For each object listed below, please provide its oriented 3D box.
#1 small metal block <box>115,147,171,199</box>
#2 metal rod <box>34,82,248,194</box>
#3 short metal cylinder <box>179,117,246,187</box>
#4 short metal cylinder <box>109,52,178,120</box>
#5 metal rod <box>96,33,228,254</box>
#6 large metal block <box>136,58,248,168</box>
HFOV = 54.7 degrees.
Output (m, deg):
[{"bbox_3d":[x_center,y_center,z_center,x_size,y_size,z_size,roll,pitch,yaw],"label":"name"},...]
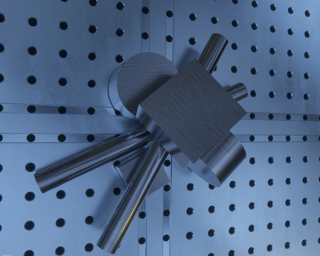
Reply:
[{"bbox_3d":[-0.023,0.059,0.401,0.050,0.025,0.050,-30,100,-18],"label":"small metal block"},{"bbox_3d":[-0.010,0.005,0.405,0.302,0.025,0.025,-25,99,-19],"label":"metal rod"},{"bbox_3d":[0.064,0.031,0.404,0.050,0.080,0.080,-45,104,-13],"label":"short metal cylinder"},{"bbox_3d":[-0.020,-0.050,0.388,0.081,0.050,0.079,0,90,-20],"label":"short metal cylinder"},{"bbox_3d":[0.008,0.011,0.386,0.025,0.025,0.300,32,79,-17],"label":"metal rod"},{"bbox_3d":[0.032,-0.014,0.340,0.080,0.050,0.080,-41,86,-15],"label":"large metal block"}]
